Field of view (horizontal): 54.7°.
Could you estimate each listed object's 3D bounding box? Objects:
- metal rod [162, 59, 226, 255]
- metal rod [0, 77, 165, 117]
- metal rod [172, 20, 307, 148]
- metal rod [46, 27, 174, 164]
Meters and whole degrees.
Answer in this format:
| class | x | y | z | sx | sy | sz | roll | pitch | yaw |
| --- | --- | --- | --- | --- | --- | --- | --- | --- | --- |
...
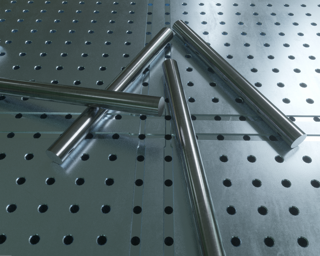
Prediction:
| class | x | y | z | sx | sy | sz | roll | pitch | yaw |
| --- | --- | --- | --- | --- | --- | --- | --- | --- | --- |
| metal rod | 0.034 | 0.014 | 0.395 | 0.025 | 0.025 | 0.300 | -5 | 50 | -5 |
| metal rod | -0.141 | -0.048 | 0.420 | 0.301 | 0.025 | 0.025 | 9 | 50 | 16 |
| metal rod | 0.105 | -0.084 | 0.479 | 0.025 | 0.025 | 0.300 | -23 | 54 | -18 |
| metal rod | -0.058 | -0.065 | 0.461 | 0.025 | 0.025 | 0.301 | 22 | 53 | 17 |
